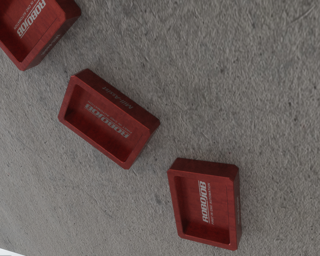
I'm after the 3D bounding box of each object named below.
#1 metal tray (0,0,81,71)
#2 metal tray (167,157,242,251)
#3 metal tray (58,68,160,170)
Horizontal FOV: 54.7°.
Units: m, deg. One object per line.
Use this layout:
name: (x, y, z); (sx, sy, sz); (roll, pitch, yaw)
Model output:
metal tray: (-0.173, -0.145, 0.404); (0.130, 0.030, 0.090); (-30, 102, 38)
metal tray: (0.065, 0.107, 0.435); (0.090, 0.030, 0.129); (5, 121, 26)
metal tray: (-0.075, -0.011, 0.436); (0.130, 0.030, 0.089); (36, 129, 4)
